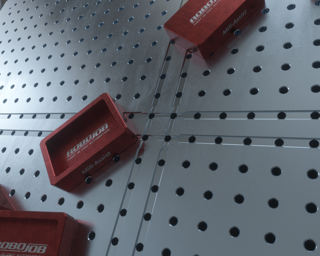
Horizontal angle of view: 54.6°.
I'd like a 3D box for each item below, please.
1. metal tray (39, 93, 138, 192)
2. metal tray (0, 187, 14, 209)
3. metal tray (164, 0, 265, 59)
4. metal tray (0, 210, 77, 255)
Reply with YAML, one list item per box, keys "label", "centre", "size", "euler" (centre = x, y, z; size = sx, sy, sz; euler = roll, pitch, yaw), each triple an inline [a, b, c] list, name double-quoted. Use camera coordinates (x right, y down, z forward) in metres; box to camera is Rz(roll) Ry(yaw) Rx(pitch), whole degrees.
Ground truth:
- label: "metal tray"
  centre: [-0.107, 0.019, 0.450]
  size: [0.130, 0.030, 0.090]
  euler: [-37, 51, 3]
- label: "metal tray"
  centre: [-0.289, 0.149, 0.466]
  size: [0.090, 0.030, 0.130]
  euler: [33, 80, 38]
- label: "metal tray"
  centre: [0.080, -0.174, 0.471]
  size: [0.130, 0.030, 0.090]
  euler: [-45, 51, -3]
- label: "metal tray"
  centre: [-0.179, 0.152, 0.387]
  size: [0.130, 0.030, 0.090]
  euler: [-1, 60, 11]
